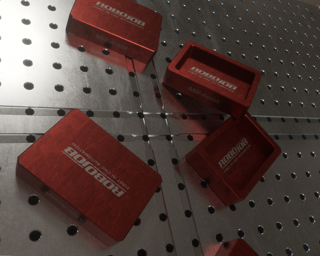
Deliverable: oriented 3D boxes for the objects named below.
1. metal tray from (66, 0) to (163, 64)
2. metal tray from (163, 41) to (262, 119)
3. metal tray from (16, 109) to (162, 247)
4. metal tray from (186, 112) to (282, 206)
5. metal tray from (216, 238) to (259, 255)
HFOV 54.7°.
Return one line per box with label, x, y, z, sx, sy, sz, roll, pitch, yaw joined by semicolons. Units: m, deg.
metal tray;-0.065;-0.160;0.469;0.131;0.030;0.090;19;54;-18
metal tray;0.082;-0.077;0.476;0.130;0.030;0.090;26;50;7
metal tray;-0.073;0.051;0.336;0.130;0.030;0.090;39;51;-2
metal tray;0.109;0.036;0.443;0.090;0.030;0.131;50;51;6
metal tray;0.081;0.198;0.330;0.090;0.030;0.131;46;51;3
